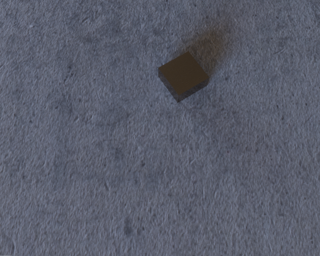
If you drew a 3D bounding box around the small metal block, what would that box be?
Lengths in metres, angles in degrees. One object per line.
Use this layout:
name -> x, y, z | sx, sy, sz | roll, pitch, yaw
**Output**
small metal block -> 0.032, -0.072, 0.435 | 0.050, 0.025, 0.050 | -31, 73, -11
